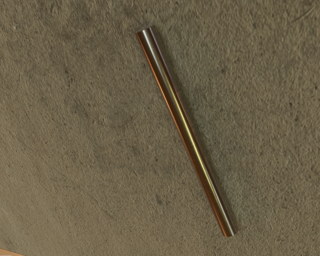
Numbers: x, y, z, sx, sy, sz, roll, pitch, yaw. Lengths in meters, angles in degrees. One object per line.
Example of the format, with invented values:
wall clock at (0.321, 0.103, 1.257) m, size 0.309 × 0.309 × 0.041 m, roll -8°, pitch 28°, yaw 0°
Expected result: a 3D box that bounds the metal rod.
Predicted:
metal rod at (0.042, 0.018, 0.396) m, size 0.025 × 0.025 × 0.299 m, roll -12°, pitch 113°, yaw 33°
